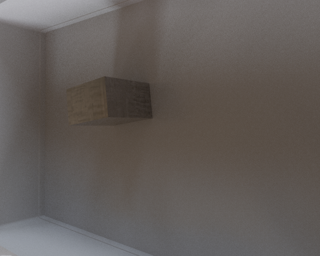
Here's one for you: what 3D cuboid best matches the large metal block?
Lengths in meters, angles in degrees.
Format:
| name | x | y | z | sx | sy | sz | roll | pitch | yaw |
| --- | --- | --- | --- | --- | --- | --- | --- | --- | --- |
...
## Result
| name | x | y | z | sx | sy | sz | roll | pitch | yaw |
| --- | --- | --- | --- | --- | --- | --- | --- | --- | --- |
| large metal block | -0.069 | -0.033 | 0.426 | 0.080 | 0.081 | 0.050 | -9 | 84 | 39 |
